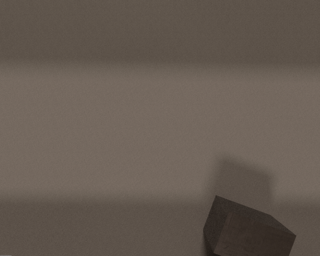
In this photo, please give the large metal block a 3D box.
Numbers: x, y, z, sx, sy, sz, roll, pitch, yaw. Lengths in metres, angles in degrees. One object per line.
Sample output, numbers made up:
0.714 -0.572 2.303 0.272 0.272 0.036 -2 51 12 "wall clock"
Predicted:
0.106 0.130 0.385 0.080 0.080 0.050 20 90 -1 "large metal block"
